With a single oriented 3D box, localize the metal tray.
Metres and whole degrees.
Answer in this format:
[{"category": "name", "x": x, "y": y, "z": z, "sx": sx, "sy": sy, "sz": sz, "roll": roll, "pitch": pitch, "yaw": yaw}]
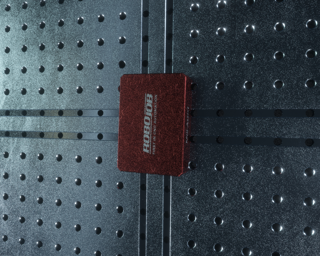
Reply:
[{"category": "metal tray", "x": -0.008, "y": -0.006, "z": 0.411, "sx": 0.090, "sy": 0.030, "sz": 0.129, "roll": 2, "pitch": 91, "yaw": 19}]
